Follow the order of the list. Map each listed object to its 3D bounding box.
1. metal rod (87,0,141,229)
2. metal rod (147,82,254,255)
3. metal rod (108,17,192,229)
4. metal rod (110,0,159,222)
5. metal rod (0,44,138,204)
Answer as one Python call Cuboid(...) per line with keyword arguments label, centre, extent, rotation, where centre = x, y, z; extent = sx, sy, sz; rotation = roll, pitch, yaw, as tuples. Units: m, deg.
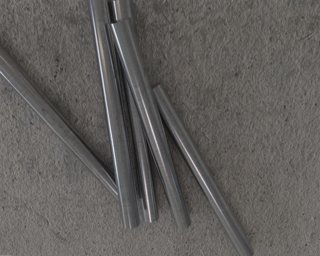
Cuboid(label="metal rod", centre=(-0.055, -0.011, 0.390), extent=(0.025, 0.025, 0.298), rotation=(-6, 105, 2))
Cuboid(label="metal rod", centre=(0.063, 0.071, 0.436), extent=(0.025, 0.025, 0.299), rotation=(-27, 108, 9))
Cuboid(label="metal rod", centre=(-0.004, 0.013, 0.397), extent=(0.025, 0.025, 0.298), rotation=(-15, 116, 5))
Cuboid(label="metal rod", centre=(-0.029, -0.007, 0.406), extent=(0.025, 0.025, 0.298), rotation=(-6, 110, 2))
Cuboid(label="metal rod", centre=(-0.132, -0.004, 0.406), extent=(0.025, 0.025, 0.300), rotation=(-35, 107, 12))
